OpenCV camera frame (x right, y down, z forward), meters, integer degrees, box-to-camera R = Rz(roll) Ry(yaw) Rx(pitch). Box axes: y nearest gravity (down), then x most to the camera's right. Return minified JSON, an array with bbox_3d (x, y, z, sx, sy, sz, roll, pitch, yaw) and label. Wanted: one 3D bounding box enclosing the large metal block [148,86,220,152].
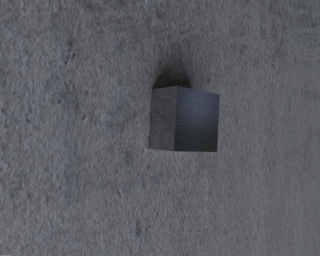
[{"bbox_3d":[0.033,-0.009,0.419,0.081,0.050,0.080,5,87,-40],"label":"large metal block"}]
